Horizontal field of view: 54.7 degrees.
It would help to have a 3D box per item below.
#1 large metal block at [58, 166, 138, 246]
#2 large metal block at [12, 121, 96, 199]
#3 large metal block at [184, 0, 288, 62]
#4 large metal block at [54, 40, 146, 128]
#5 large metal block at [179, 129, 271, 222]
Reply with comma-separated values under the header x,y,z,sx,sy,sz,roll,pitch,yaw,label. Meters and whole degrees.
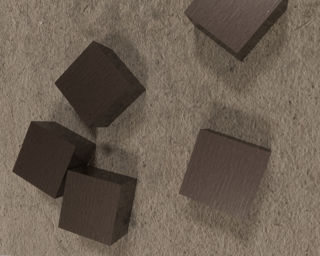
x,y,z,sx,sy,sz,roll,pitch,yaw,label
-0.084,0.102,0.424,0.080,0.050,0.079,12,94,19,large metal block
-0.152,0.043,0.448,0.080,0.050,0.080,26,98,17,large metal block
0.090,-0.138,0.364,0.080,0.050,0.080,43,103,14,large metal block
-0.081,-0.057,0.423,0.080,0.050,0.080,-43,77,15,large metal block
0.078,0.051,0.368,0.080,0.050,0.080,20,96,18,large metal block
